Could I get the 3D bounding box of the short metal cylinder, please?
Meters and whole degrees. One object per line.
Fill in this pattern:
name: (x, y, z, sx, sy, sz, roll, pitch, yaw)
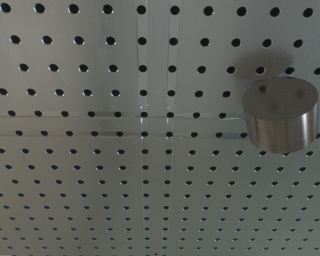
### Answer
short metal cylinder: (0.140, -0.016, 0.363, 0.080, 0.080, 0.050, -14, 129, 11)
